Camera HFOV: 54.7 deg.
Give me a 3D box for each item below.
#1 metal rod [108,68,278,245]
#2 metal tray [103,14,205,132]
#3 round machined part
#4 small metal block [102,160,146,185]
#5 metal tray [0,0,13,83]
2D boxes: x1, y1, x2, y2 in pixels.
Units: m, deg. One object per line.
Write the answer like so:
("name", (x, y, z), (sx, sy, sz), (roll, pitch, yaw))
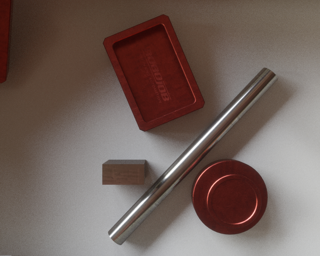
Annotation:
("metal rod", (0.044, 0.037, 0.412), (0.025, 0.025, 0.300), (44, 90, -1))
("metal tray", (-0.008, -0.070, 0.408), (0.090, 0.030, 0.129), (-23, 90, -1))
("round machined part", (0.092, 0.091, 0.404), (0.099, 0.042, 0.097), (0, 90, -1))
("small metal block", (-0.045, 0.056, 0.398), (0.050, 0.050, 0.025), (0, 90, -1))
("metal tray", (-0.223, -0.121, 0.358), (0.091, 0.030, 0.129), (7, 125, -23))
